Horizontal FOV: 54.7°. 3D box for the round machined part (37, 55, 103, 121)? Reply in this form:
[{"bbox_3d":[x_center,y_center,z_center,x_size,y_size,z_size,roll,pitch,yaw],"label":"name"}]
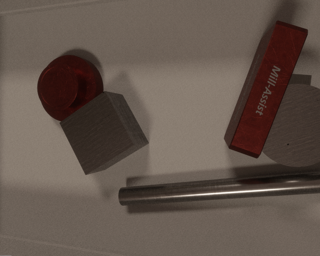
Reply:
[{"bbox_3d":[-0.136,-0.057,0.448,0.098,0.042,0.097,0,90,19],"label":"round machined part"}]

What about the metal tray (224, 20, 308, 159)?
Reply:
[{"bbox_3d":[0.108,-0.039,0.335,0.030,0.090,0.129,20,97,6],"label":"metal tray"}]

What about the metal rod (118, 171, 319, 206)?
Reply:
[{"bbox_3d":[0.089,0.074,0.378,0.301,0.025,0.025,-8,87,19],"label":"metal rod"}]

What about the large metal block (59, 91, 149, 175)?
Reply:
[{"bbox_3d":[-0.075,0.007,0.423,0.080,0.050,0.080,-32,80,17],"label":"large metal block"}]

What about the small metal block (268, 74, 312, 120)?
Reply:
[{"bbox_3d":[0.140,-0.036,0.354,0.050,0.025,0.050,5,94,6],"label":"small metal block"}]

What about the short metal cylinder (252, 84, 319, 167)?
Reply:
[{"bbox_3d":[0.137,-0.003,0.320,0.080,0.050,0.079,0,92,14],"label":"short metal cylinder"}]
